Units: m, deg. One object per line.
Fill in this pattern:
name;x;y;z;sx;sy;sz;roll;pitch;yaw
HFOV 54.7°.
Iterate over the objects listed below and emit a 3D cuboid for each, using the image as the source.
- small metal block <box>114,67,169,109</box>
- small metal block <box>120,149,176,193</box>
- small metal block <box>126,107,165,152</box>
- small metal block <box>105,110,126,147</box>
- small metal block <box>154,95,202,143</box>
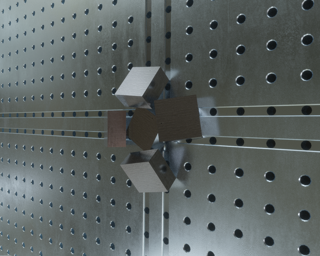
small metal block;-0.024;-0.054;0.411;0.050;0.025;0.050;8;59;39
small metal block;-0.015;0.057;0.404;0.050;0.025;0.050;-11;119;39
small metal block;-0.014;0.000;0.419;0.050;0.025;0.050;38;113;33
small metal block;-0.065;0.001;0.446;0.050;0.025;0.050;180;90;-74
small metal block;0.022;-0.010;0.374;0.050;0.025;0.050;-8;84;4
